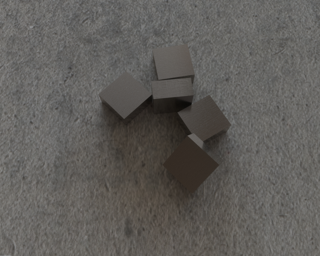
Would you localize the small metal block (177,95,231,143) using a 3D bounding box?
[{"bbox_3d":[0.057,-0.008,0.412,0.050,0.025,0.050,-29,73,-11],"label":"small metal block"}]

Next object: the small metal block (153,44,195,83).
[{"bbox_3d":[0.019,-0.088,0.441,0.050,0.025,0.050,-9,70,-4],"label":"small metal block"}]

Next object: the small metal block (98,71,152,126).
[{"bbox_3d":[-0.046,-0.041,0.422,0.050,0.025,0.050,43,75,14],"label":"small metal block"}]

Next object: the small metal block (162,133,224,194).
[{"bbox_3d":[0.041,0.043,0.380,0.050,0.025,0.050,43,110,14],"label":"small metal block"}]

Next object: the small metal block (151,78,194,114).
[{"bbox_3d":[0.015,-0.041,0.410,0.050,0.050,0.025,-6,70,-3],"label":"small metal block"}]
